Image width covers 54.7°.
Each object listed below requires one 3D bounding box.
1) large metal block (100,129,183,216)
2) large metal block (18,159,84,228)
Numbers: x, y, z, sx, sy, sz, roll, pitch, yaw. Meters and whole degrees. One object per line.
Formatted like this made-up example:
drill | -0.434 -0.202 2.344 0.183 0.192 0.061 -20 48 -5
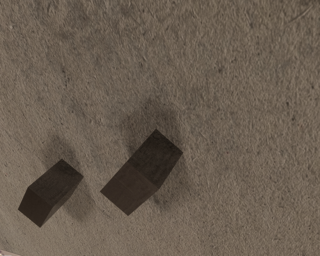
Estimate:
large metal block | -0.024 0.059 0.419 0.050 0.080 0.080 42 129 -1
large metal block | -0.189 0.113 0.538 0.050 0.080 0.080 39 129 1
